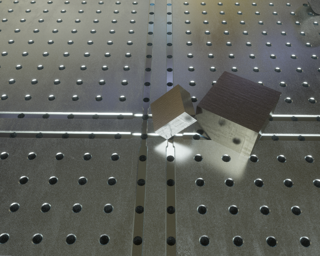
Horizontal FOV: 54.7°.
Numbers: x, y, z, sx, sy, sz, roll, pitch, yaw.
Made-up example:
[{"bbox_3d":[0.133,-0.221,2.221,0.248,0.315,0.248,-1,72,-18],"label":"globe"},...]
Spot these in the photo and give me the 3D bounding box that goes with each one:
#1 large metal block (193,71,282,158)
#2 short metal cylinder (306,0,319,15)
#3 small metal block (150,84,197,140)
[{"bbox_3d":[0.101,-0.021,0.409,0.080,0.050,0.080,26,55,20],"label":"large metal block"},{"bbox_3d":[0.326,-0.269,0.600,0.081,0.080,0.050,-1,50,-1],"label":"short metal cylinder"},{"bbox_3d":[0.017,-0.021,0.408,0.050,0.025,0.050,-34,45,27],"label":"small metal block"}]
